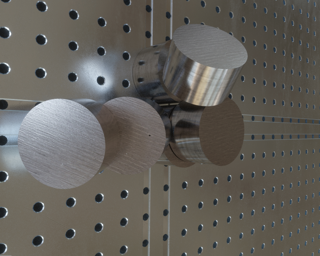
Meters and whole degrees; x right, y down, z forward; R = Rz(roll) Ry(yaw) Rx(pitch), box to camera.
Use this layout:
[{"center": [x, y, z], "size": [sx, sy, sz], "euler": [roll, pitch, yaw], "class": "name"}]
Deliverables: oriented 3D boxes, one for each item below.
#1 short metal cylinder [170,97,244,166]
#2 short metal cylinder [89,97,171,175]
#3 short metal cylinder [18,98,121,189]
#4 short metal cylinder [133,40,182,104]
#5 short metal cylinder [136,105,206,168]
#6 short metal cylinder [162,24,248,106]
[{"center": [0.056, 0.003, 0.372], "size": [0.081, 0.050, 0.079], "euler": [0, 90, -40], "class": "short metal cylinder"}, {"center": [-0.030, 0.006, 0.338], "size": [0.050, 0.080, 0.079], "euler": [-33, 118, -80], "class": "short metal cylinder"}, {"center": [-0.083, 0.012, 0.295], "size": [0.050, 0.080, 0.079], "euler": [-37, 122, -81], "class": "short metal cylinder"}, {"center": [0.012, -0.071, 0.402], "size": [0.081, 0.050, 0.079], "euler": [0, 90, -40], "class": "short metal cylinder"}, {"center": [0.016, 0.009, 0.405], "size": [0.081, 0.050, 0.079], "euler": [0, 90, -40], "class": "short metal cylinder"}, {"center": [0.047, -0.070, 0.338], "size": [0.081, 0.080, 0.050], "euler": [-30, 152, -36], "class": "short metal cylinder"}]
